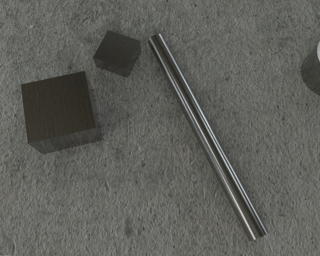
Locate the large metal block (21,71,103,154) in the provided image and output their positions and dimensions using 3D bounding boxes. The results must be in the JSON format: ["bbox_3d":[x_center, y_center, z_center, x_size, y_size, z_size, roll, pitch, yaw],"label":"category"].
[{"bbox_3d":[-0.125,-0.019,0.400,0.081,0.050,0.080,-13,71,-5],"label":"large metal block"}]

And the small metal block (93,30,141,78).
[{"bbox_3d":[-0.061,-0.107,0.446,0.050,0.025,0.050,20,71,7],"label":"small metal block"}]

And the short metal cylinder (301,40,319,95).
[{"bbox_3d":[0.247,-0.087,0.430,0.081,0.050,0.080,0,70,0],"label":"short metal cylinder"}]

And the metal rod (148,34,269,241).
[{"bbox_3d":[0.055,-0.001,0.409,0.025,0.025,0.299,-23,72,-8],"label":"metal rod"}]
